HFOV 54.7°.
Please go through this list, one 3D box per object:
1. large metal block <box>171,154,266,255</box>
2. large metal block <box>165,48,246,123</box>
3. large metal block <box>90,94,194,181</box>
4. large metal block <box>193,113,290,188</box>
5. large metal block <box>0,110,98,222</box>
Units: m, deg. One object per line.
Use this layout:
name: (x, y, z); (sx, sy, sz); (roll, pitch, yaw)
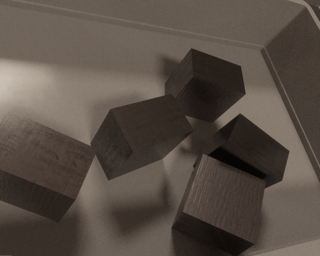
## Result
large metal block: (0.069, 0.089, 0.363); (0.080, 0.050, 0.080); (24, 51, 4)
large metal block: (0.061, -0.056, 0.439); (0.081, 0.080, 0.050); (14, 56, -21)
large metal block: (-0.023, 0.011, 0.353); (0.081, 0.080, 0.050); (-18, 72, -35)
large metal block: (0.104, 0.040, 0.404); (0.080, 0.080, 0.050); (37, 51, -4)
large metal block: (-0.114, 0.040, 0.285); (0.080, 0.080, 0.050); (26, 53, -13)
